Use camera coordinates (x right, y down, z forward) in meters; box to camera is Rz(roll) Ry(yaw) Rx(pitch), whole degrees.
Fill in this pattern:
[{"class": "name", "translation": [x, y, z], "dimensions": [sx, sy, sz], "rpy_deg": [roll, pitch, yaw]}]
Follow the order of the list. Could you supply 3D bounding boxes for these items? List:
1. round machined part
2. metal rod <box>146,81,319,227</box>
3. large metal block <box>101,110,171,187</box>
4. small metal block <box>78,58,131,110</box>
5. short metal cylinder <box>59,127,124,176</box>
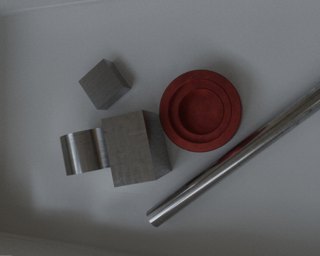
[{"class": "round machined part", "translation": [0.052, -0.020, 0.383], "dimensions": [0.098, 0.042, 0.097], "rpy_deg": [0, 90, 19]}, {"class": "metal rod", "translation": [0.102, 0.028, 0.374], "dimensions": [0.300, 0.025, 0.025], "rpy_deg": [-40, 78, 15]}, {"class": "large metal block", "translation": [-0.026, 0.024, 0.387], "dimensions": [0.050, 0.080, 0.080], "rpy_deg": [-12, 86, 14]}, {"class": "small metal block", "translation": [-0.078, -0.060, 0.437], "dimensions": [0.050, 0.025, 0.050], "rpy_deg": [-38, 78, 15]}, {"class": "short metal cylinder", "translation": [-0.087, 0.030, 0.411], "dimensions": [0.080, 0.080, 0.050], "rpy_deg": [-13, 86, 19]}]
